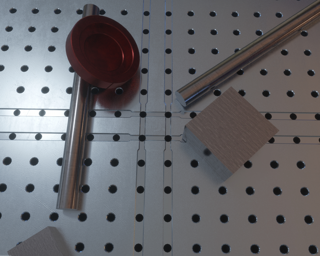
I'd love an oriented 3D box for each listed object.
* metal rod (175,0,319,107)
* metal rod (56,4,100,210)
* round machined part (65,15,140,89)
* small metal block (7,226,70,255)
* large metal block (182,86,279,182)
[{"bbox_3d":[0.151,-0.122,0.458,0.301,0.025,0.025,-34,74,-12],"label":"metal rod"},{"bbox_3d":[-0.109,-0.042,0.425,0.025,0.025,0.299,1,70,0],"label":"metal rod"},{"bbox_3d":[-0.080,-0.099,0.422,0.099,0.042,0.098,13,67,-32],"label":"round machined part"},{"bbox_3d":[-0.136,0.149,0.356,0.050,0.025,0.050,-31,73,-11],"label":"small metal block"},{"bbox_3d":[0.087,0.008,0.397,0.080,0.050,0.080,-40,75,-14],"label":"large metal block"}]
